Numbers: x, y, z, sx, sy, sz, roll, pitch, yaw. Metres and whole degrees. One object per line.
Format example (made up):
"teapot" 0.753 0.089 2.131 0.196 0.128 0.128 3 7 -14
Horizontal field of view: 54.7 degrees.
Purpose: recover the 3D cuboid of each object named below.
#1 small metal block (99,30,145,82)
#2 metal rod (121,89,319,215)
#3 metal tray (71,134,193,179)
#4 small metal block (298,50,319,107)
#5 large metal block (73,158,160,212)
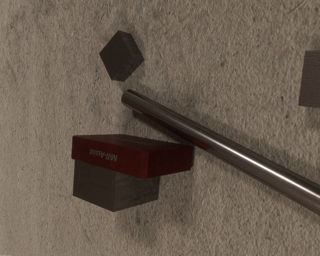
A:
"small metal block" -0.056 -0.103 0.449 0.050 0.025 0.050 -40 66 32
"metal rod" 0.061 0.017 0.353 0.300 0.025 0.025 30 109 35
"metal tray" -0.037 0.031 0.390 0.130 0.091 0.030 8 95 39
"small metal block" 0.156 -0.042 0.276 0.050 0.025 0.050 9 96 39
"large metal block" -0.057 0.069 0.414 0.080 0.081 0.050 8 95 39
